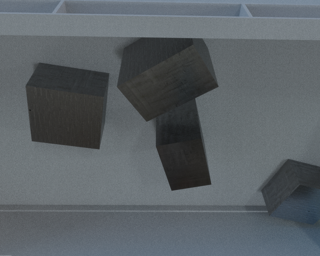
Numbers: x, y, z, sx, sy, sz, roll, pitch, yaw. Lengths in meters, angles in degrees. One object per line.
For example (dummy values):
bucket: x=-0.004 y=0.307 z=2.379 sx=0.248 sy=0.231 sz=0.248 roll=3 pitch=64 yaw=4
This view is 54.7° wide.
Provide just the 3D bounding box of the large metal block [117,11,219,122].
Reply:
large metal block: x=0.007 y=-0.064 z=0.319 sx=0.080 sy=0.080 sz=0.050 roll=-25 pitch=126 yaw=19

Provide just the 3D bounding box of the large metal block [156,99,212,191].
large metal block: x=0.029 y=0.019 z=0.390 sx=0.050 sy=0.080 sz=0.080 roll=-11 pitch=130 yaw=8

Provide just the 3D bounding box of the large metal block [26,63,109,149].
large metal block: x=-0.107 y=-0.025 z=0.370 sx=0.081 sy=0.050 sz=0.079 roll=8 pitch=130 yaw=-7

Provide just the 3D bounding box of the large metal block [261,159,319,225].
large metal block: x=0.220 y=0.101 z=0.482 sx=0.081 sy=0.050 sz=0.079 roll=14 pitch=129 yaw=-12
